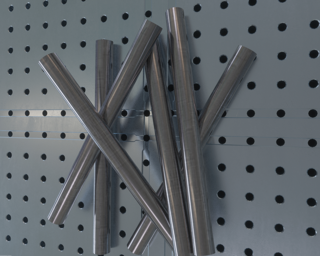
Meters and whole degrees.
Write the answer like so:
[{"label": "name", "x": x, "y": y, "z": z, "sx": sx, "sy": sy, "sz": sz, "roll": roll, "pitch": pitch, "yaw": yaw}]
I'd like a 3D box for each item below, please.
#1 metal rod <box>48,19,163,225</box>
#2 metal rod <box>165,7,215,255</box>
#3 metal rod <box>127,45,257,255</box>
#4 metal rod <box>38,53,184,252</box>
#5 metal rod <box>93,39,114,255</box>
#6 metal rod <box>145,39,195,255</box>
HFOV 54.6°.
[{"label": "metal rod", "x": -0.078, "y": 0.000, "z": 0.412, "sx": 0.025, "sy": 0.025, "sz": 0.299, "roll": 32, "pitch": 102, "yaw": 17}, {"label": "metal rod", "x": 0.034, "y": -0.006, "z": 0.376, "sx": 0.025, "sy": 0.025, "sz": 0.299, "roll": -10, "pitch": 77, "yaw": 20}, {"label": "metal rod", "x": 0.036, "y": 0.035, "z": 0.400, "sx": 0.025, "sy": 0.025, "sz": 0.299, "roll": 31, "pitch": 100, "yaw": 17}, {"label": "metal rod", "x": -0.052, "y": 0.036, "z": 0.386, "sx": 0.025, "sy": 0.025, "sz": 0.299, "roll": -35, "pitch": 91, "yaw": 17}, {"label": "metal rod", "x": -0.081, "y": 0.027, "z": 0.441, "sx": 0.025, "sy": 0.025, "sz": 0.298, "roll": 1, "pitch": 90, "yaw": 20}, {"label": "metal rod", "x": 0.008, "y": 0.015, "z": 0.388, "sx": 0.025, "sy": 0.025, "sz": 0.299, "roll": -14, "pitch": 77, "yaw": 19}]
